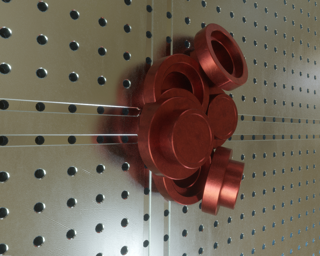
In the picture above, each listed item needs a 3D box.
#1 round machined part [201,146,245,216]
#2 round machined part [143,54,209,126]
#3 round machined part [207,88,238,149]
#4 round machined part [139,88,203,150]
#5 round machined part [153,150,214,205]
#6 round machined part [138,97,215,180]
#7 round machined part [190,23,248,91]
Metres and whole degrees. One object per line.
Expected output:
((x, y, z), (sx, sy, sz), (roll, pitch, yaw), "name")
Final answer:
((0.093, 0.078, 0.443), (0.098, 0.042, 0.098), (13, 91, -73), "round machined part")
((0.017, -0.046, 0.411), (0.099, 0.042, 0.097), (0, 90, -40), "round machined part")
((0.079, -0.016, 0.463), (0.099, 0.042, 0.097), (0, 90, -40), "round machined part")
((0.012, -0.002, 0.406), (0.099, 0.042, 0.097), (0, 90, -40), "round machined part")
((0.028, 0.052, 0.420), (0.099, 0.042, 0.097), (0, 90, -40), "round machined part")
((0.026, 0.012, 0.364), (0.099, 0.042, 0.097), (0, 90, -40), "round machined part")
((0.082, -0.097, 0.450), (0.098, 0.042, 0.098), (24, 53, -36), "round machined part")
